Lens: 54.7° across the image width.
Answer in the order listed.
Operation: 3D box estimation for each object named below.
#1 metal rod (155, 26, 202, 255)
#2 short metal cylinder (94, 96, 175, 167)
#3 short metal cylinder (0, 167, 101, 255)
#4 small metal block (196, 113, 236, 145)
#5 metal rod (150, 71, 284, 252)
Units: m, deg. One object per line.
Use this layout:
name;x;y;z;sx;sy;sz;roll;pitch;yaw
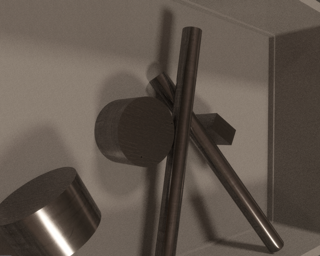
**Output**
metal rod;0.023;0.023;0.385;0.025;0.025;0.298;10;85;-40
short metal cylinder;-0.029;0.004;0.367;0.081;0.050;0.079;0;90;-40
short metal cylinder;-0.102;0.080;0.286;0.080;0.080;0.050;-38;114;-34
small metal block;0.074;0.003;0.455;0.050;0.050;0.025;36;66;-35
metal rod;0.083;0.052;0.429;0.025;0.025;0.299;-41;100;-33
